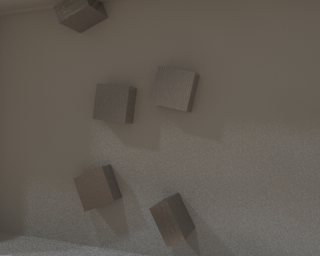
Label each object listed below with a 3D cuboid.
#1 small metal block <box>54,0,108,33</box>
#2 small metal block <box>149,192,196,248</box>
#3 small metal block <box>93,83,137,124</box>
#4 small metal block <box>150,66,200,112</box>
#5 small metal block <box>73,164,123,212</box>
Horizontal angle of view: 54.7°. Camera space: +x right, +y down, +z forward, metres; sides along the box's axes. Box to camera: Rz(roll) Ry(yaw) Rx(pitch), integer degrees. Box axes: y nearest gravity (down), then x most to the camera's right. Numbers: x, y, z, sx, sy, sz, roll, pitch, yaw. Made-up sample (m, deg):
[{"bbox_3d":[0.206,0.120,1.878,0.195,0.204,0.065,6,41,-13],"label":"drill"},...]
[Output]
[{"bbox_3d":[-0.110,-0.163,0.436,0.050,0.050,0.025,-22,83,18],"label":"small metal block"},{"bbox_3d":[0.017,0.114,0.391,0.025,0.050,0.050,-29,81,18],"label":"small metal block"},{"bbox_3d":[-0.063,-0.034,0.433,0.050,0.025,0.050,8,93,19],"label":"small metal block"},{"bbox_3d":[0.020,-0.050,0.404,0.050,0.025,0.050,14,95,19],"label":"small metal block"},{"bbox_3d":[-0.089,0.085,0.442,0.050,0.025,0.050,-23,82,18],"label":"small metal block"}]
